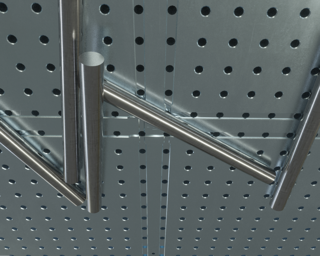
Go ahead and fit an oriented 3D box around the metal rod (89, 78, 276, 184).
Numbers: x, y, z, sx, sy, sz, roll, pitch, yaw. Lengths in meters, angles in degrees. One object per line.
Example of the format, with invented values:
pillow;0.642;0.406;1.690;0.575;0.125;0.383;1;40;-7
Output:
metal rod;0.044;0.011;0.421;0.301;0.025;0.025;27;125;-22

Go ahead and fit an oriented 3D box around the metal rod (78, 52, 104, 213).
metal rod;-0.090;0.032;0.416;0.025;0.025;0.298;6;136;-6

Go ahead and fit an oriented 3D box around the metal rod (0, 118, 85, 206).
metal rod;-0.202;0.018;0.423;0.025;0.025;0.300;-23;127;18

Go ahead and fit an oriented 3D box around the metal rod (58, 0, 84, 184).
metal rod;-0.108;-0.036;0.379;0.025;0.025;0.298;8;130;-7

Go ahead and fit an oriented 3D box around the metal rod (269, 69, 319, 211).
metal rod;0.199;0.017;0.429;0.025;0.025;0.298;0;130;0
